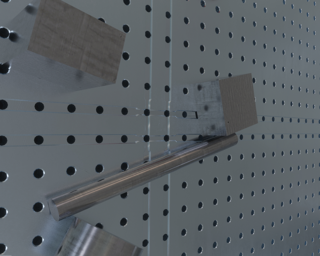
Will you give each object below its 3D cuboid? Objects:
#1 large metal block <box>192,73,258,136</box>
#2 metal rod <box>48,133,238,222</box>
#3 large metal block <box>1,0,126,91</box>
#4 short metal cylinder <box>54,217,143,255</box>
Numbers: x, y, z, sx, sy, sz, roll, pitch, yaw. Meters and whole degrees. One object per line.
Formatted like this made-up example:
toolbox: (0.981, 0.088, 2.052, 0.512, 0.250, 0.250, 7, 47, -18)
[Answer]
large metal block: (0.102, -0.037, 0.478, 0.081, 0.050, 0.079, -18, 101, -39)
metal rod: (0.004, 0.051, 0.412, 0.302, 0.025, 0.025, -17, 101, -39)
large metal block: (-0.092, -0.075, 0.296, 0.080, 0.080, 0.050, 17, 79, -39)
short metal cylinder: (-0.064, 0.132, 0.320, 0.080, 0.080, 0.050, 39, 66, -33)
